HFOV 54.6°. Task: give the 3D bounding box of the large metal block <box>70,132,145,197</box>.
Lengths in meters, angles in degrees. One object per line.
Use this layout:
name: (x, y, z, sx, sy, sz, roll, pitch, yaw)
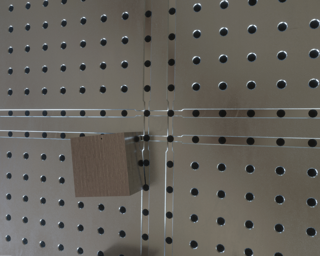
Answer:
large metal block: (-0.070, 0.049, 0.425, 0.080, 0.050, 0.080, -6, 88, 20)
